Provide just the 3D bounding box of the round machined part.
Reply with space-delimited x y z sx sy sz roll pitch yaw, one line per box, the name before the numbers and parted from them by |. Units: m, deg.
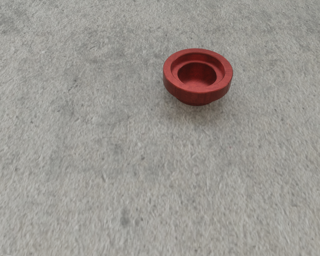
round machined part | 0.054 -0.070 0.452 0.099 0.042 0.098 0 50 0
